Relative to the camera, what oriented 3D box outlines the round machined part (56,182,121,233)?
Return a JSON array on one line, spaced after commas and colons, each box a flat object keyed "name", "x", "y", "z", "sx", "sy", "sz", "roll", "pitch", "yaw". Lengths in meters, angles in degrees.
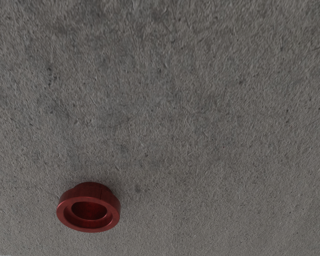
[{"name": "round machined part", "x": -0.112, "y": 0.124, "z": 0.501, "sx": 0.099, "sy": 0.042, "sz": 0.097, "roll": 0, "pitch": 130, "yaw": 0}]
